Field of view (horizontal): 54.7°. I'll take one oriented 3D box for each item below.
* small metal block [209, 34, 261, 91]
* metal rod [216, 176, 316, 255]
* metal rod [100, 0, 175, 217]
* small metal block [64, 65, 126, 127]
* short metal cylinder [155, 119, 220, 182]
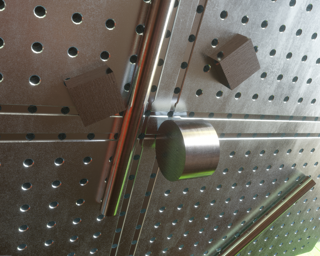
[{"bbox_3d":[0.100,-0.087,0.412,0.050,0.025,0.050,-38,129,-3],"label":"small metal block"},{"bbox_3d":[0.206,0.209,0.652,0.300,0.025,0.025,-41,129,0],"label":"metal rod"},{"bbox_3d":[-0.034,-0.013,0.384,0.025,0.025,0.298,3,117,-30],"label":"metal rod"},{"bbox_3d":[-0.072,-0.036,0.349,0.050,0.025,0.050,-24,127,-14],"label":"small metal block"},{"bbox_3d":[0.034,0.028,0.412,0.050,0.080,0.079,-2,120,-27],"label":"short metal cylinder"}]
